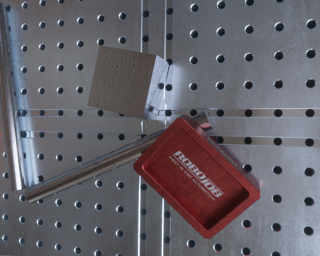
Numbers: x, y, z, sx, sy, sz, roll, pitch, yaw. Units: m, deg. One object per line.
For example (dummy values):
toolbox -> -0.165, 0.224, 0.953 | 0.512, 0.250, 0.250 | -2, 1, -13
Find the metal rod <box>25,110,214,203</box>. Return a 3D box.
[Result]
metal rod -> -0.069, 0.047, 0.435 | 0.300, 0.025, 0.025 | -24, 82, 18

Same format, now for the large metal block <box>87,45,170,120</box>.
large metal block -> -0.041, -0.059, 0.413 | 0.080, 0.050, 0.079 | 14, 95, 19

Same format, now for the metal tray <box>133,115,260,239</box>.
metal tray -> 0.044, 0.059, 0.378 | 0.130, 0.030, 0.090 | 44, 108, 3

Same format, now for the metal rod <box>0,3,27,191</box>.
metal rod -> -0.243, -0.051, 0.496 | 0.025, 0.025, 0.298 | -9, 87, 19
